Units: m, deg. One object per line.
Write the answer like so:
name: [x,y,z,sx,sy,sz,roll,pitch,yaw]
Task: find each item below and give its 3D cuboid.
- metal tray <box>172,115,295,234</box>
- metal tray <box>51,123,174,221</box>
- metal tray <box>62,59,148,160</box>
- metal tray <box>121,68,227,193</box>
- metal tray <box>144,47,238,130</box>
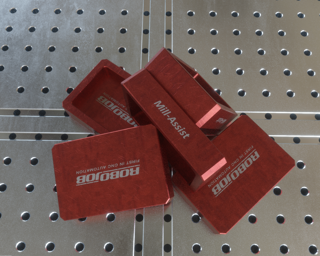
metal tray: [0.090,0.056,0.388,0.130,0.030,0.090,-39,75,-14]
metal tray: [-0.056,0.052,0.364,0.131,0.030,0.090,-12,81,10]
metal tray: [-0.051,-0.024,0.417,0.130,0.030,0.090,34,73,11]
metal tray: [0.011,0.006,0.343,0.030,0.090,0.130,-37,75,-12]
metal tray: [0.043,-0.041,0.372,0.030,0.130,0.090,-45,74,15]
